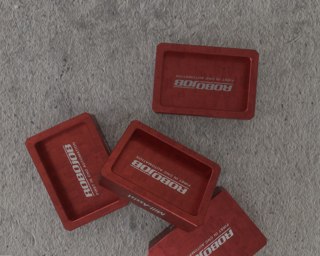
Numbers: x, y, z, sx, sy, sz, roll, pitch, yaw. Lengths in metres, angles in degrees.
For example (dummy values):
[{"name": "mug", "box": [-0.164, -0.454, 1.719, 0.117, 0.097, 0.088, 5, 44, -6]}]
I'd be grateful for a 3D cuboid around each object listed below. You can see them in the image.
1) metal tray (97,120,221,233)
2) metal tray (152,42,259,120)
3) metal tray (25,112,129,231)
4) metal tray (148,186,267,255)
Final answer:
[{"name": "metal tray", "box": [0.002, 0.057, 0.383, 0.130, 0.030, 0.090, 29, 53, 0]}, {"name": "metal tray", "box": [0.058, -0.060, 0.407, 0.131, 0.030, 0.089, 4, 90, 0]}, {"name": "metal tray", "box": [-0.105, 0.055, 0.406, 0.090, 0.030, 0.129, -25, 90, 0]}, {"name": "metal tray", "box": [0.061, 0.152, 0.408, 0.130, 0.030, 0.090, -39, 90, 0]}]
